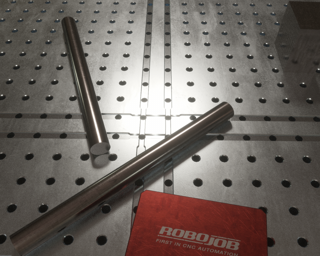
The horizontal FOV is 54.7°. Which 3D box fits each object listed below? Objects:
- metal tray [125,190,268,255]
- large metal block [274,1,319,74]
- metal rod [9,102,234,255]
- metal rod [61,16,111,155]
[{"bbox_3d":[0.036,0.117,0.306,0.131,0.030,0.090,8,50,6],"label":"metal tray"},{"bbox_3d":[0.228,-0.145,0.497,0.050,0.080,0.080,3,50,2],"label":"large metal block"},{"bbox_3d":[-0.025,0.046,0.368,0.302,0.025,0.025,-31,57,-24],"label":"metal rod"},{"bbox_3d":[-0.121,-0.083,0.476,0.025,0.025,0.299,-14,52,-12],"label":"metal rod"}]
